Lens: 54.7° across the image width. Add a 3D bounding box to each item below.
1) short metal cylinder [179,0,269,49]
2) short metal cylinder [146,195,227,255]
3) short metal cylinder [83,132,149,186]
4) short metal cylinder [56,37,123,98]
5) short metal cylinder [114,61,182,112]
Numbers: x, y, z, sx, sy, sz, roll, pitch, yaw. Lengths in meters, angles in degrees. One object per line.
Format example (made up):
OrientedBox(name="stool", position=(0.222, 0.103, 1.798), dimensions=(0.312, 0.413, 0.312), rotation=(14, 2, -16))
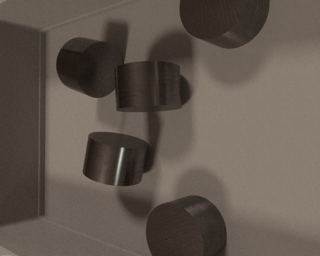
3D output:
OrientedBox(name="short metal cylinder", position=(0.068, -0.130, 0.333), dimensions=(0.080, 0.050, 0.079), rotation=(0, 90, 39))
OrientedBox(name="short metal cylinder", position=(0.030, 0.124, 0.364), dimensions=(0.080, 0.050, 0.079), rotation=(0, 90, 39))
OrientedBox(name="short metal cylinder", position=(-0.060, 0.039, 0.418), dimensions=(0.080, 0.081, 0.050), rotation=(19, 102, 38))
OrientedBox(name="short metal cylinder", position=(-0.101, -0.089, 0.452), dimensions=(0.050, 0.081, 0.079), rotation=(22, 104, 37))
OrientedBox(name="short metal cylinder", position=(-0.015, -0.048, 0.381), dimensions=(0.080, 0.081, 0.050), rotation=(-4, 87, 39))
